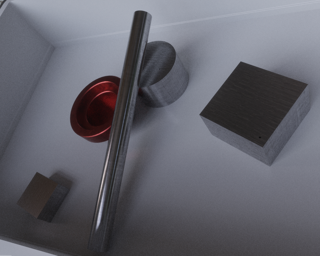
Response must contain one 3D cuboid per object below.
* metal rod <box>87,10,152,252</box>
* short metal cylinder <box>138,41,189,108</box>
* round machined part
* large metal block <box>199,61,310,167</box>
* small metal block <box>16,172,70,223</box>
[{"bbox_3d":[-0.047,-0.005,0.385,0.025,0.025,0.299,4,78,29],"label":"metal rod"},{"bbox_3d":[-0.006,-0.075,0.438,0.080,0.050,0.080,-13,56,20],"label":"short metal cylinder"},{"bbox_3d":[-0.077,-0.023,0.445,0.098,0.042,0.098,-14,58,24],"label":"round machined part"},{"bbox_3d":[0.106,-0.017,0.344,0.080,0.050,0.080,32,79,37],"label":"large metal block"},{"bbox_3d":[-0.162,0.095,0.430,0.050,0.025,0.050,17,70,34],"label":"small metal block"}]
